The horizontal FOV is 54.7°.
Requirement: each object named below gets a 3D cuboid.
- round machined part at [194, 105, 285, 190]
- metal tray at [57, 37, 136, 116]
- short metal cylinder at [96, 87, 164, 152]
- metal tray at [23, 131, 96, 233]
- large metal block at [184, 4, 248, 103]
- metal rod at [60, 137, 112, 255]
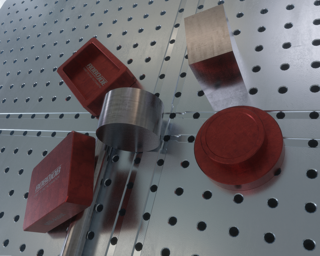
[{"bbox_3d":[0.084,0.016,0.344,0.098,0.042,0.098,-13,56,21],"label":"round machined part"},{"bbox_3d":[-0.109,-0.089,0.516,0.090,0.030,0.130,-43,51,-2],"label":"metal tray"},{"bbox_3d":[-0.037,-0.008,0.398,0.080,0.080,0.050,-7,59,24],"label":"short metal cylinder"},{"bbox_3d":[-0.129,0.072,0.394,0.130,0.030,0.090,-36,46,38],"label":"metal tray"},{"bbox_3d":[0.071,-0.092,0.392,0.050,0.080,0.080,-15,56,20],"label":"large metal block"},{"bbox_3d":[-0.092,0.085,0.404,0.025,0.025,0.300,-2,60,27],"label":"metal rod"}]
